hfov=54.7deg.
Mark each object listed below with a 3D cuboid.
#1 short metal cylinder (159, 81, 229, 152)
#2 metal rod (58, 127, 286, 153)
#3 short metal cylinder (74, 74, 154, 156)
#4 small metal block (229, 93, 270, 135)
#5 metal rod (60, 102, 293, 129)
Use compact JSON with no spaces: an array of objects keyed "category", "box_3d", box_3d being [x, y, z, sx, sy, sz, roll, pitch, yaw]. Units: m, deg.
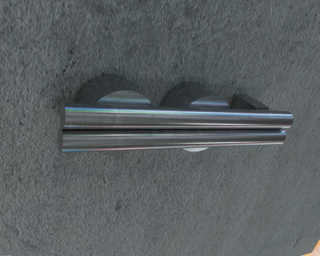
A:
[{"category":"short metal cylinder","box_3d":[0.044,-0.016,0.407,0.081,0.050,0.079,-14,124,-21]},{"category":"metal rod","box_3d":[0.037,0.011,0.370,0.303,0.025,0.025,0,119,-29]},{"category":"short metal cylinder","box_3d":[-0.052,-0.015,0.353,0.081,0.050,0.079,-14,124,-21]},{"category":"small metal block","box_3d":[0.124,-0.018,0.451,0.025,0.050,0.050,-2,119,-28]},{"category":"metal rod","box_3d":[0.043,-0.011,0.359,0.303,0.025,0.025,0,119,-29]}]
